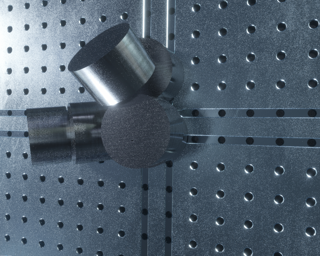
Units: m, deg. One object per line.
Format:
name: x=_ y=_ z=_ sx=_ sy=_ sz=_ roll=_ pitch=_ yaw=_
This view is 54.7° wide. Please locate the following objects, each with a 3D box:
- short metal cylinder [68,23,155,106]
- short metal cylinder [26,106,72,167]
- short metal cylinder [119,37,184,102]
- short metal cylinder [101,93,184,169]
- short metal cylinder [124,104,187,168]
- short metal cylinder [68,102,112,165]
short metal cylinder: x=-0.053 y=-0.070 z=0.341 sx=0.080 sy=0.080 sz=0.050 roll=-25 pitch=125 yaw=18
short metal cylinder: x=-0.155 y=0.011 z=0.431 sx=0.050 sy=0.080 sz=0.080 roll=-6 pitch=87 yaw=-22
short metal cylinder: x=-0.014 y=-0.071 z=0.404 sx=0.080 sy=0.050 sz=0.079 roll=0 pitch=90 yaw=20
short metal cylinder: x=-0.019 y=0.003 z=0.351 sx=0.080 sy=0.050 sz=0.080 roll=0 pitch=90 yaw=20
short metal cylinder: x=-0.010 y=0.009 z=0.402 sx=0.080 sy=0.050 sz=0.080 roll=0 pitch=90 yaw=20
short metal cylinder: x=-0.091 y=0.005 z=0.408 sx=0.050 sy=0.080 sz=0.080 roll=-6 pitch=88 yaw=-22
